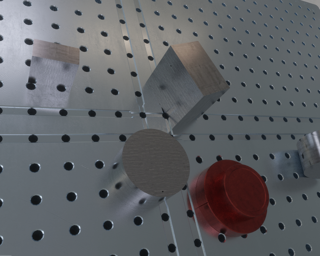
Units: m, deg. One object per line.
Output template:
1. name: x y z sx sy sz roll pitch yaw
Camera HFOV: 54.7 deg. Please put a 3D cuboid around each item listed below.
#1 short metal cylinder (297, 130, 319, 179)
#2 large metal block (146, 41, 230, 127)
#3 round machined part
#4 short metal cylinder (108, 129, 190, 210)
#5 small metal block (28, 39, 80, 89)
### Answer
1. short metal cylinder: 0.264 0.042 0.489 0.081 0.080 0.050 13 56 -21
2. large metal block: 0.036 -0.060 0.429 0.050 0.080 0.080 -20 73 -36
3. round machined part: 0.100 0.085 0.399 0.099 0.042 0.098 14 56 -21
4. short metal cylinder: -0.013 0.048 0.356 0.081 0.050 0.080 14 56 -21
5. small metal block: -0.127 -0.074 0.369 0.050 0.050 0.025 7 59 -25
